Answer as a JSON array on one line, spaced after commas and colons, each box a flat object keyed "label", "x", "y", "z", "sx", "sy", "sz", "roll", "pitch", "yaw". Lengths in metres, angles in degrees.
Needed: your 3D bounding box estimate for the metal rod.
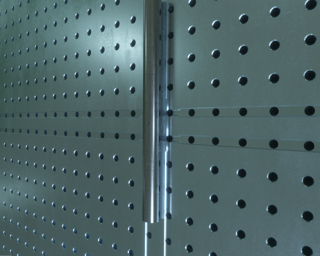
[{"label": "metal rod", "x": -0.011, "y": -0.024, "z": 0.420, "sx": 0.025, "sy": 0.025, "sz": 0.298, "roll": 1, "pitch": 91, "yaw": 40}]
